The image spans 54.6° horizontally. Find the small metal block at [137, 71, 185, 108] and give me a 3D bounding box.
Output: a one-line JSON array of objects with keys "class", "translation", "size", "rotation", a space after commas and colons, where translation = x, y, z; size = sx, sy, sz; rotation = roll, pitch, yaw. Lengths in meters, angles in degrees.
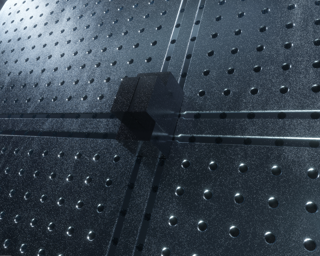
[{"class": "small metal block", "translation": [-0.001, -0.051, 0.424], "size": [0.050, 0.050, 0.025], "rotation": [2, 63, 29]}]

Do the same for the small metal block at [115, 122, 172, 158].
[{"class": "small metal block", "translation": [-0.020, 0.015, 0.394], "size": [0.050, 0.050, 0.025], "rotation": [2, 62, 29]}]

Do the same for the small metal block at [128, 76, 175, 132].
[{"class": "small metal block", "translation": [-0.009, -0.029, 0.383], "size": [0.025, 0.050, 0.050], "rotation": [1, 62, 30]}]

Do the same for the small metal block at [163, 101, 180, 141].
[{"class": "small metal block", "translation": [-0.005, -0.012, 0.419], "size": [0.050, 0.025, 0.050], "rotation": [1, 62, 30]}]

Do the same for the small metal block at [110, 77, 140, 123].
[{"class": "small metal block", "translation": [-0.032, -0.030, 0.396], "size": [0.025, 0.050, 0.050], "rotation": [2, 63, 29]}]
